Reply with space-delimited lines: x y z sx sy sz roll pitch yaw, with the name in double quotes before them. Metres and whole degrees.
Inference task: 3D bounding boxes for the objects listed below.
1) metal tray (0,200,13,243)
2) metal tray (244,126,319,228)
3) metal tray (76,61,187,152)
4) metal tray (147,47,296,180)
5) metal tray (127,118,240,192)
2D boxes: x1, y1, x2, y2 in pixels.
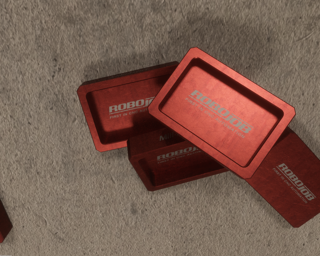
"metal tray" -0.298 0.133 0.451 0.131 0.030 0.089 -11 110 3
"metal tray" 0.184 0.071 0.436 0.090 0.030 0.130 -43 105 14
"metal tray" -0.028 -0.027 0.396 0.131 0.030 0.089 -12 110 4
"metal tray" 0.064 -0.016 0.338 0.130 0.030 0.090 35 88 10
"metal tray" 0.034 0.033 0.398 0.131 0.030 0.090 -16 139 5
